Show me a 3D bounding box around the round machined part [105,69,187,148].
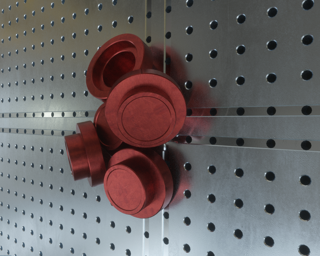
[{"bbox_3d":[-0.017,-0.018,0.372,0.042,0.099,0.097,-99,34,-65],"label":"round machined part"}]

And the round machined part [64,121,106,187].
[{"bbox_3d":[-0.113,0.041,0.458,0.098,0.042,0.097,167,90,-70],"label":"round machined part"}]

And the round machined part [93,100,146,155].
[{"bbox_3d":[-0.058,-0.003,0.442,0.098,0.042,0.097,0,90,39],"label":"round machined part"}]

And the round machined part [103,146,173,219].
[{"bbox_3d":[-0.035,0.074,0.409,0.098,0.042,0.097,9,106,32],"label":"round machined part"}]

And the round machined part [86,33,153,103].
[{"bbox_3d":[-0.050,-0.076,0.423,0.098,0.042,0.098,-14,62,28],"label":"round machined part"}]
